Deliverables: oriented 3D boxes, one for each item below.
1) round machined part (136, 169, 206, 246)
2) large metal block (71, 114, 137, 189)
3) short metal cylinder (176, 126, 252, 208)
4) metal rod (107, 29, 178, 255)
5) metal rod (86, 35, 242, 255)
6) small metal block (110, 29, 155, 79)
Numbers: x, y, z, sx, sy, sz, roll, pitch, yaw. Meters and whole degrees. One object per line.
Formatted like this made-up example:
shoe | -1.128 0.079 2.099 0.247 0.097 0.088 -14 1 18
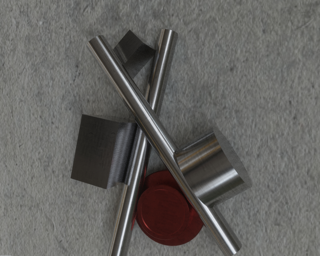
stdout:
round machined part | 0.010 0.103 0.398 0.098 0.042 0.097 0 90 19
large metal block | -0.064 0.027 0.403 0.050 0.080 0.079 13 94 19
short metal cylinder | 0.063 0.045 0.359 0.050 0.080 0.080 -34 80 17
metal rod | -0.022 0.020 0.401 0.025 0.025 0.298 12 88 19
metal rod | 0.004 0.020 0.372 0.025 0.025 0.299 -34 88 16
small metal block | -0.037 -0.096 0.409 0.050 0.050 0.025 -47 76 14
